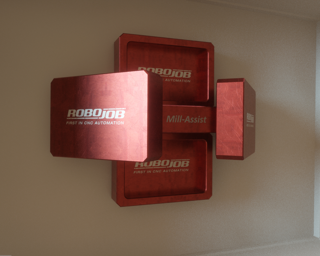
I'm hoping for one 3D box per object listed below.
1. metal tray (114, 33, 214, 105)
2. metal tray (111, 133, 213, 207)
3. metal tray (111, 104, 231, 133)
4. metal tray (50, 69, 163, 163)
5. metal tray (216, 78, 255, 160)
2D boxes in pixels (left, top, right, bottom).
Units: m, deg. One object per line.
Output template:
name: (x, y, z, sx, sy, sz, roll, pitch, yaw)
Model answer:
metal tray: (0.007, -0.070, 0.408, 0.131, 0.030, 0.089, 0, 91, -21)
metal tray: (0.004, 0.050, 0.406, 0.131, 0.030, 0.089, 0, 90, -21)
metal tray: (0.013, -0.010, 0.379, 0.131, 0.090, 0.030, 0, 90, -21)
metal tray: (-0.062, -0.012, 0.337, 0.030, 0.130, 0.089, 1, 89, -62)
metal tray: (0.100, -0.009, 0.397, 0.030, 0.130, 0.089, 1, 90, 22)
